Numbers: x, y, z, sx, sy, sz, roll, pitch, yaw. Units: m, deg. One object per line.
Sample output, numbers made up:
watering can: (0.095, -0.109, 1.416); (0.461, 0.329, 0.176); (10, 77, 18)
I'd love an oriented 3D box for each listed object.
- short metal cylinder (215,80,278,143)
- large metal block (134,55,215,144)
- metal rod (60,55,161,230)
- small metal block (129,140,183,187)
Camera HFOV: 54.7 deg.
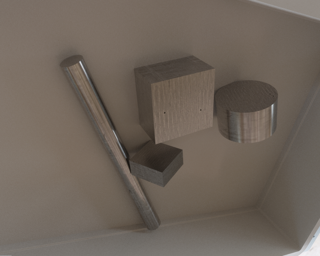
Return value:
short metal cylinder: (0.118, -0.024, 0.425); (0.081, 0.080, 0.050); (-24, 127, -14)
large metal block: (0.018, -0.036, 0.382); (0.081, 0.050, 0.079); (-17, 125, -19)
metal rod: (-0.051, 0.043, 0.408); (0.025, 0.025, 0.299); (-28, 128, -11)
small metal block: (-0.004, 0.045, 0.408); (0.050, 0.050, 0.025); (-43, 139, -43)
